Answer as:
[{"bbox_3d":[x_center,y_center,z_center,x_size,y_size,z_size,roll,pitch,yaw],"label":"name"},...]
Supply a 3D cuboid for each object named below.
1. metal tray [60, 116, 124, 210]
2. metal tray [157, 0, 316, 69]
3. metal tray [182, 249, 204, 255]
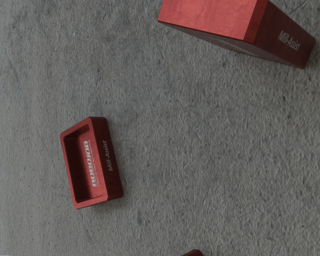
[{"bbox_3d":[-0.112,0.056,0.493,0.090,0.030,0.129,-24,75,37],"label":"metal tray"},{"bbox_3d":[0.073,-0.087,0.276,0.090,0.131,0.030,27,107,36],"label":"metal tray"},{"bbox_3d":[0.034,0.225,0.374,0.090,0.030,0.129,44,116,31],"label":"metal tray"}]
